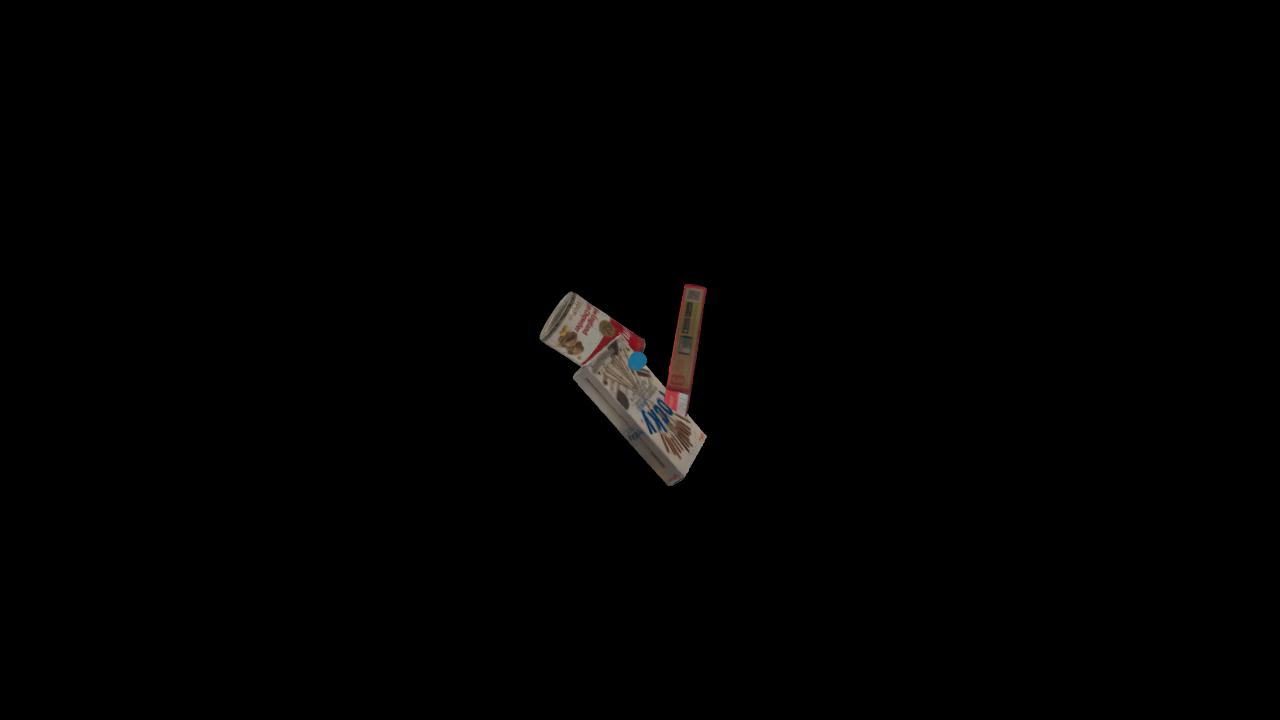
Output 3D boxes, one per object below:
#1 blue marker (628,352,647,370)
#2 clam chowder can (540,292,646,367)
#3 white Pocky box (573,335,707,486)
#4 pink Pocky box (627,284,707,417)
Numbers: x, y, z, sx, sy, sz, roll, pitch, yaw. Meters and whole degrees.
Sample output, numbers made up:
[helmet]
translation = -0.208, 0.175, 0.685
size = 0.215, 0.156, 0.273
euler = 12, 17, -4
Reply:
[blue marker]
translation = -0.018, 0.017, 0.701
size = 0.020, 0.020, 0.121
euler = 0, -19, -19
[clam chowder can]
translation = -0.054, -0.023, 0.696
size = 0.102, 0.068, 0.068
euler = 34, -11, -17
[white Pocky box]
translation = 0.003, 0.052, 0.656
size = 0.028, 0.154, 0.084
euler = -38, 5, 34
[pink Pocky box]
translation = 0.051, -0.004, 0.716
size = 0.029, 0.155, 0.084
euler = 9, -34, 4
